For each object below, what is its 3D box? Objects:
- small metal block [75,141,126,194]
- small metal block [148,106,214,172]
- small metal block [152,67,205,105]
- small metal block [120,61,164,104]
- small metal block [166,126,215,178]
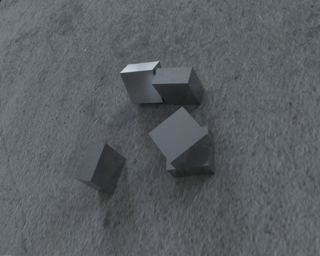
[{"bbox_3d":[-0.074,0.051,0.394,0.025,0.050,0.050,4,64,30],"label":"small metal block"},{"bbox_3d":[0.023,0.012,0.351,0.050,0.025,0.050,-39,51,1],"label":"small metal block"},{"bbox_3d":[0.025,-0.054,0.407,0.050,0.050,0.025,3,64,29],"label":"small metal block"},{"bbox_3d":[-0.020,-0.063,0.432,0.050,0.050,0.025,0,37,28],"label":"small metal block"},{"bbox_3d":[0.036,0.029,0.366,0.050,0.025,0.050,-10,58,22],"label":"small metal block"}]
